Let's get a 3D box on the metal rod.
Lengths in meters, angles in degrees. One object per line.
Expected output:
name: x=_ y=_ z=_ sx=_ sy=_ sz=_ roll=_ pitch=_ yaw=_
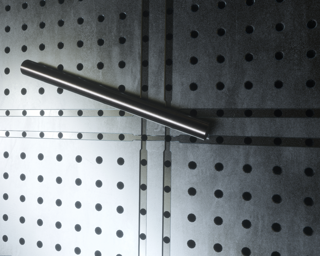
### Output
metal rod: x=-0.074 y=-0.045 z=0.437 sx=0.301 sy=0.025 sz=0.025 roll=20 pitch=97 yaw=18
